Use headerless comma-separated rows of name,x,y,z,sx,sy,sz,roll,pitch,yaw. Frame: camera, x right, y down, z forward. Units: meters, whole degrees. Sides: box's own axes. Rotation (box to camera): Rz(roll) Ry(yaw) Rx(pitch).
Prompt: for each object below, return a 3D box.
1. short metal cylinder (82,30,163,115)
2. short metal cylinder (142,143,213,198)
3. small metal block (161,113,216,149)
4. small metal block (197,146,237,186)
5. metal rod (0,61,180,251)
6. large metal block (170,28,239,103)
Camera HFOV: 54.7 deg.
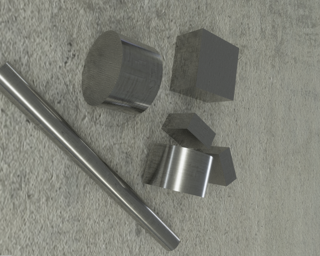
short metal cylinder,-0.042,-0.058,0.335,0.050,0.080,0.080,12,82,-40
short metal cylinder,0.022,0.054,0.390,0.080,0.080,0.050,22,76,-38
small metal block,0.039,0.004,0.423,0.050,0.050,0.025,41,65,-33
small metal block,0.081,0.055,0.459,0.025,0.050,0.050,-26,107,-37
metal rod,-0.066,0.051,0.350,0.300,0.025,0.025,52,60,-28
large metal block,0.065,-0.085,0.445,0.081,0.050,0.080,13,82,-40
